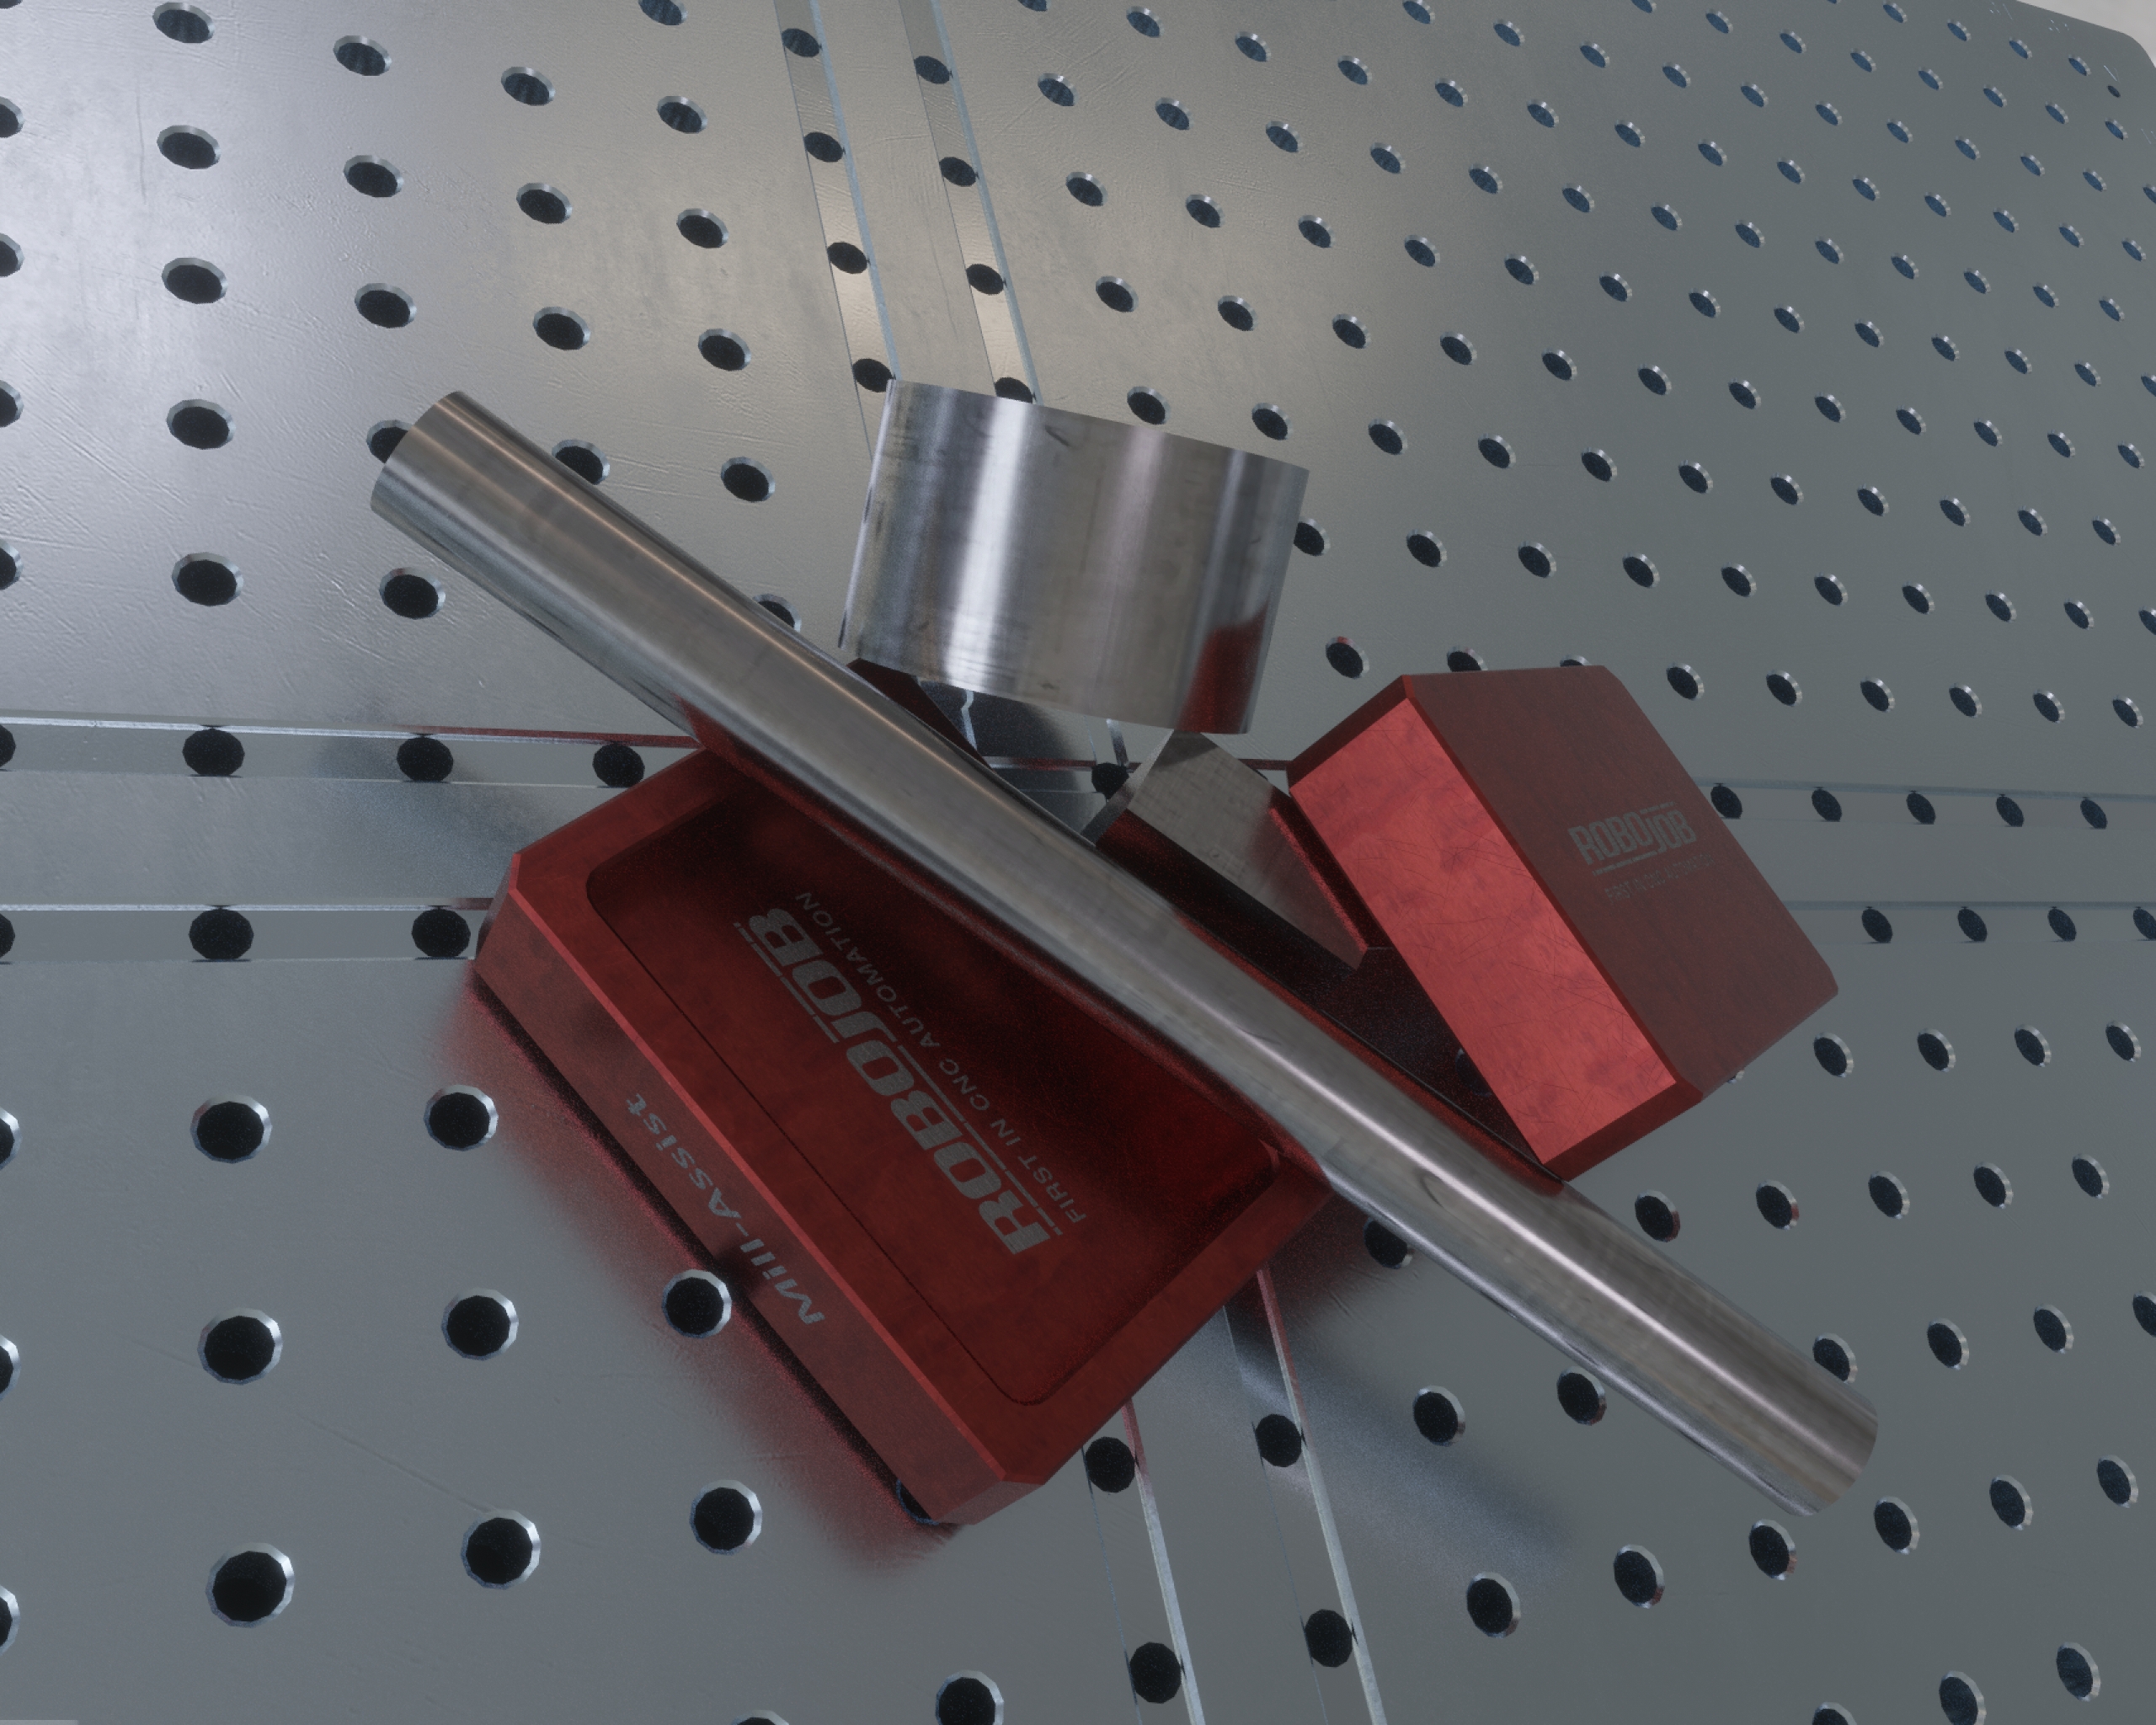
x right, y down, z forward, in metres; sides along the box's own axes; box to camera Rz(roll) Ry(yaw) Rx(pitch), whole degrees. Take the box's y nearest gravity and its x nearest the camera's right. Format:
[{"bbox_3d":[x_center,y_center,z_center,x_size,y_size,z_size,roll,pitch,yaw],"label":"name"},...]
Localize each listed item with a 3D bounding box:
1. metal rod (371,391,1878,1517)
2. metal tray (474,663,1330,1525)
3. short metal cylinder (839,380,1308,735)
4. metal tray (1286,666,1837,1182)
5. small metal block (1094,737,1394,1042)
[{"bbox_3d":[0.012,0.019,0.360,0.301,0.025,0.025,36,51,-5],"label":"metal rod"},{"bbox_3d":[-0.028,0.035,0.363,0.130,0.030,0.091,49,51,6],"label":"metal tray"},{"bbox_3d":[-0.001,-0.058,0.395,0.081,0.080,0.050,8,100,-24],"label":"short metal cylinder"},{"bbox_3d":[0.102,0.005,0.419,0.090,0.030,0.131,57,28,13],"label":"metal tray"},{"bbox_3d":[0.024,0.008,0.394,0.050,0.050,0.025,35,51,-5],"label":"small metal block"}]
